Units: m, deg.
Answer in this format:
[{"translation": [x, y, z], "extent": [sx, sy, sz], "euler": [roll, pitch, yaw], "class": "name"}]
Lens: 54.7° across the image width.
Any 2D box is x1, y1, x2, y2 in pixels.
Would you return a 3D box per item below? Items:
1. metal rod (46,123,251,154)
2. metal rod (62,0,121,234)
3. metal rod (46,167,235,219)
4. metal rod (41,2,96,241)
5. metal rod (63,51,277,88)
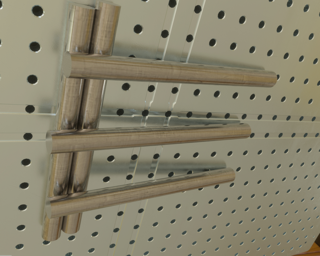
[{"translation": [0.010, 0.009, 0.404], "extent": [0.303, 0.025, 0.025], "euler": [-2, 120, -35], "class": "metal rod"}, {"translation": [-0.087, 0.007, 0.368], "extent": [0.025, 0.025, 0.298], "euler": [1, 118, -29], "class": "metal rod"}, {"translation": [-0.005, 0.086, 0.445], "extent": [0.303, 0.025, 0.025], "euler": [-3, 120, -34], "class": "metal rod"}, {"translation": [-0.111, 0.013, 0.359], "extent": [0.025, 0.025, 0.298], "euler": [1, 118, -29], "class": "metal rod"}, {"translation": [0.038, -0.066, 0.374], "extent": [0.303, 0.025, 0.025], "euler": [-3, 120, -34], "class": "metal rod"}]
